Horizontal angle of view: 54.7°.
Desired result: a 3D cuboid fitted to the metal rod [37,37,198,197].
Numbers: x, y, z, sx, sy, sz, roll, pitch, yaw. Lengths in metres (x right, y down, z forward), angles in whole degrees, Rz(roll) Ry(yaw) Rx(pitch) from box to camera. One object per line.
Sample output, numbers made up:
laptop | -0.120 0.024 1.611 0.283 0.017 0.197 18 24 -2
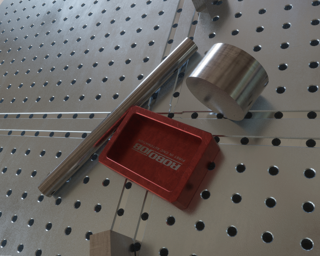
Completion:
metal rod | -0.058 -0.018 0.447 0.300 0.025 0.025 -45 51 -4

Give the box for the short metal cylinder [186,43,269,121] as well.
short metal cylinder | 0.078 -0.053 0.364 0.080 0.080 0.050 30 78 37

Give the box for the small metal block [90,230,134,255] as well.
small metal block | -0.050 0.142 0.330 0.025 0.050 0.050 -20 54 16

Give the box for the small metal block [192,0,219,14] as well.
small metal block | 0.073 -0.219 0.487 0.025 0.050 0.050 25 76 36

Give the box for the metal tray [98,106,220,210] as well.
metal tray | -0.005 0.031 0.386 0.130 0.030 0.090 22 73 35
